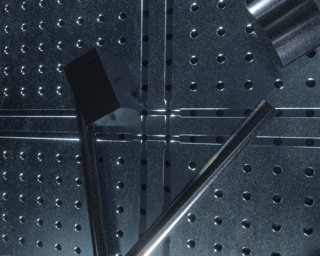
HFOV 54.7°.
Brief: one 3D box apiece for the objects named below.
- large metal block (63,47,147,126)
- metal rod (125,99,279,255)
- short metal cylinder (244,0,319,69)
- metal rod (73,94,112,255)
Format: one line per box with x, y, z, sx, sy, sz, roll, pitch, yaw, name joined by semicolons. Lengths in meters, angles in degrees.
-0.069;-0.049;0.407;0.050;0.080;0.080;-27;82;18;large metal block
0.039;0.087;0.398;0.025;0.025;0.299;42;103;15;metal rod
0.135;-0.112;0.336;0.050;0.080;0.080;-33;80;17;short metal cylinder
-0.099;0.053;0.446;0.025;0.025;0.298;-9;87;19;metal rod
